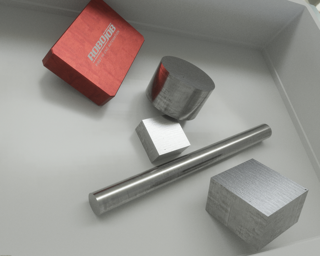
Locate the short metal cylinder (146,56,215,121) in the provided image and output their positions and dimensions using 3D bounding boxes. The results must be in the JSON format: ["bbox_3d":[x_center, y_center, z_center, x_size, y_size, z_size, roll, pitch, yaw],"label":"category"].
[{"bbox_3d":[0.027,-0.055,0.423,0.080,0.050,0.080,22,32,-14],"label":"short metal cylinder"}]

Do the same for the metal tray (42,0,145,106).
[{"bbox_3d":[-0.081,-0.104,0.410,0.090,0.030,0.130,38,49,-22],"label":"metal tray"}]

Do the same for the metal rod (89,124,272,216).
[{"bbox_3d":[0.050,0.042,0.408,0.302,0.025,0.025,-17,71,-35],"label":"metal rod"}]

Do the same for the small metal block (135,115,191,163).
[{"bbox_3d":[0.004,0.012,0.402,0.050,0.025,0.050,-15,70,-34],"label":"small metal block"}]

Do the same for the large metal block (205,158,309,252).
[{"bbox_3d":[0.115,0.088,0.376,0.081,0.050,0.080,-16,33,-35],"label":"large metal block"}]
